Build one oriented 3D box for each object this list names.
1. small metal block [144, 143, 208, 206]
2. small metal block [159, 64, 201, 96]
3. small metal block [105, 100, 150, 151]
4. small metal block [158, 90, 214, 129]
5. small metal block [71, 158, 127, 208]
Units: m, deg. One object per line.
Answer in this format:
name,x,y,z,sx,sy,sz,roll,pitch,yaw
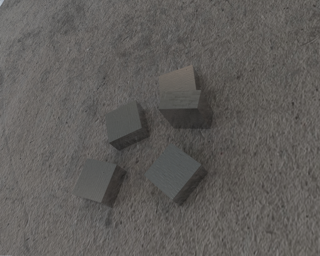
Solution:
small metal block,0.018,0.053,0.361,0.050,0.025,0.050,-49,52,-7
small metal block,0.028,-0.052,0.422,0.050,0.025,0.050,-16,55,19
small metal block,-0.046,-0.004,0.430,0.050,0.025,0.050,-24,53,13
small metal block,0.033,-0.022,0.384,0.050,0.050,0.025,0,62,28
small metal block,-0.078,0.071,0.402,0.050,0.025,0.050,7,65,31
